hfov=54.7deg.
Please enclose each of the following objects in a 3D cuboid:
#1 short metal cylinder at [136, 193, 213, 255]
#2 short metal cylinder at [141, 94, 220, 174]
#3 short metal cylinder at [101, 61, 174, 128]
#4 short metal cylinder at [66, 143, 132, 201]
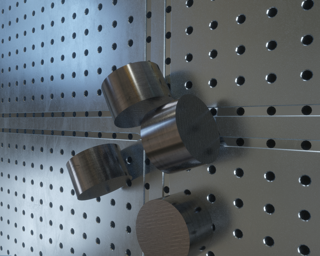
[{"bbox_3d":[0.017,0.122,0.377,0.080,0.050,0.079,0,90,39],"label":"short metal cylinder"},{"bbox_3d":[0.024,0.008,0.352,0.050,0.081,0.080,-23,76,37],"label":"short metal cylinder"},{"bbox_3d":[-0.028,-0.040,0.395,0.080,0.081,0.050,-35,69,34],"label":"short metal cylinder"},{"bbox_3d":[-0.086,0.063,0.442,0.080,0.081,0.050,-38,67,33],"label":"short metal cylinder"}]
